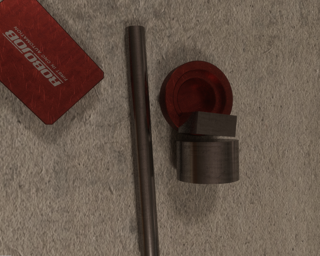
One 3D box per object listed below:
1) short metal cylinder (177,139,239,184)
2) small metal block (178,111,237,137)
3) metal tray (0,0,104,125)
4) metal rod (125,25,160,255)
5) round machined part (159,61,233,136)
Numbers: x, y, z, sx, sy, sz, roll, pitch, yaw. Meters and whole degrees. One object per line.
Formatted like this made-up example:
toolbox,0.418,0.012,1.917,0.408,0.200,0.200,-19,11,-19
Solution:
short metal cylinder,0.062,0.041,0.404,0.081,0.080,0.050,-1,91,-20
small metal block,0.056,-0.004,0.373,0.050,0.050,0.025,5,89,-20
metal tray,-0.141,-0.078,0.354,0.090,0.030,0.130,-46,105,-14
metal rod,-0.022,0.021,0.401,0.025,0.025,0.298,-4,92,-20
round machined part,0.045,-0.038,0.418,0.099,0.042,0.097,0,90,-21
